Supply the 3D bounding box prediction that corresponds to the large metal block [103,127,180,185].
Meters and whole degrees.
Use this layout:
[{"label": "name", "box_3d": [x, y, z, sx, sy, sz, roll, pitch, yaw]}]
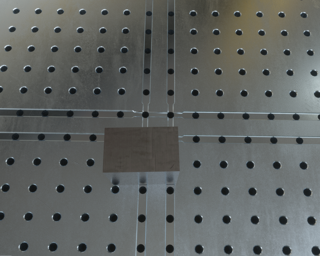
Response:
[{"label": "large metal block", "box_3d": [-0.020, 0.036, 0.369, 0.080, 0.080, 0.050, -1, 70, 0]}]
